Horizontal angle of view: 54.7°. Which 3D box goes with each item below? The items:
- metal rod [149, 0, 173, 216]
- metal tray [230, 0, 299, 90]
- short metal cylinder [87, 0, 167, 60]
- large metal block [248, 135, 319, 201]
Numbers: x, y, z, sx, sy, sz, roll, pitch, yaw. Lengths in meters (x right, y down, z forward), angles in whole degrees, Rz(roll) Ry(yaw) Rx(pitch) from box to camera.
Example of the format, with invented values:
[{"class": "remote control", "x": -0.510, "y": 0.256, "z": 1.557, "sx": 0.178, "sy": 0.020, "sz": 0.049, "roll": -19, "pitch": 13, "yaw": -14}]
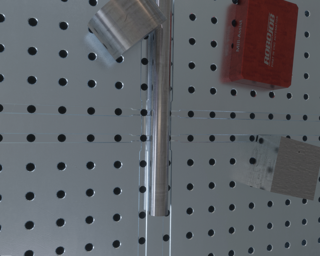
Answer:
[{"class": "metal rod", "x": 0.001, "y": -0.035, "z": 0.413, "sx": 0.025, "sy": 0.025, "sz": 0.298, "roll": 1, "pitch": 90, "yaw": -20}, {"class": "metal tray", "x": 0.158, "y": -0.129, "z": 0.468, "sx": 0.091, "sy": 0.030, "sz": 0.129, "roll": 7, "pitch": 88, "yaw": -20}, {"class": "short metal cylinder", "x": -0.038, "y": -0.126, "z": 0.369, "sx": 0.080, "sy": 0.080, "sz": 0.050, "roll": -42, "pitch": 104, "yaw": -15}, {"class": "large metal block", "x": 0.190, "y": 0.059, "z": 0.470, "sx": 0.081, "sy": 0.050, "sz": 0.080, "roll": 14, "pitch": 85, "yaw": -20}]
